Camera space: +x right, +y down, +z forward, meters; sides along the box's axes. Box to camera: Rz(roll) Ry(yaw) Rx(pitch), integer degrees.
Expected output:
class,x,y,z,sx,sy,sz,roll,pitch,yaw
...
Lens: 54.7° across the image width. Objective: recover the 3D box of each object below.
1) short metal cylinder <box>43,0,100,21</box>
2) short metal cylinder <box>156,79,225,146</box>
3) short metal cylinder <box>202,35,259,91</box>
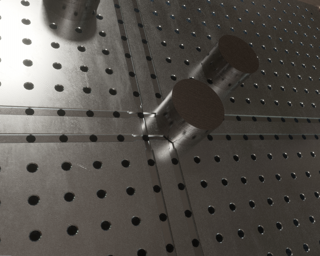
class,x,y,z,sx,sy,sz,roll,pitch,yaw
short metal cylinder,-0.125,-0.203,0.450,0.081,0.050,0.080,14,56,-21
short metal cylinder,0.041,-0.021,0.429,0.081,0.050,0.080,14,56,-21
short metal cylinder,0.119,-0.110,0.526,0.081,0.050,0.080,14,56,-21
